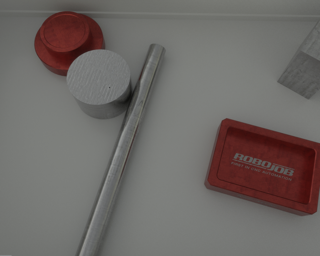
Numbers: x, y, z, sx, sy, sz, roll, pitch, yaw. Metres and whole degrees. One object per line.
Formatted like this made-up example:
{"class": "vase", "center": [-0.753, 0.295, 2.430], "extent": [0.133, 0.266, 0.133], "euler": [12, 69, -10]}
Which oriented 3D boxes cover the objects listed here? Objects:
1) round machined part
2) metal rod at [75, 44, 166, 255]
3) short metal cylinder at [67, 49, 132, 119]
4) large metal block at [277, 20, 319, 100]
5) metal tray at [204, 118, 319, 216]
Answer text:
{"class": "round machined part", "center": [-0.132, -0.127, 0.446], "extent": [0.099, 0.042, 0.098], "euler": [0, 70, -1]}
{"class": "metal rod", "center": [-0.045, 0.020, 0.401], "extent": [0.025, 0.025, 0.299], "euler": [15, 70, 5]}
{"class": "short metal cylinder", "center": [-0.078, -0.058, 0.416], "extent": [0.081, 0.050, 0.080], "euler": [0, 70, 0]}
{"class": "large metal block", "center": [0.214, -0.098, 0.419], "extent": [0.050, 0.080, 0.080], "euler": [33, 73, 11]}
{"class": "metal tray", "center": [0.131, 0.048, 0.390], "extent": [0.131, 0.030, 0.090], "euler": [16, 71, 5]}
